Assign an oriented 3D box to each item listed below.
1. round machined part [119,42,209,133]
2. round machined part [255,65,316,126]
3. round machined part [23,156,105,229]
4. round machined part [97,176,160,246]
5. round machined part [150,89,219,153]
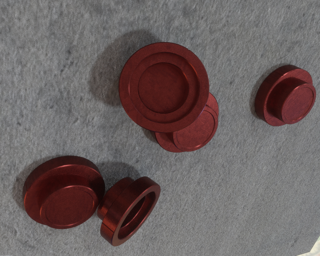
[{"bbox_3d":[0.003,-0.045,0.353,0.099,0.042,0.097,-1,97,-7],"label":"round machined part"},{"bbox_3d":[0.200,-0.045,0.480,0.099,0.042,0.097,-14,125,-21],"label":"round machined part"},{"bbox_3d":[-0.116,0.087,0.387,0.099,0.042,0.097,-14,125,-21],"label":"round machined part"},{"bbox_3d":[-0.046,0.106,0.420,0.098,0.042,0.097,-45,155,-28],"label":"round machined part"},{"bbox_3d":[0.038,-0.007,0.414,0.099,0.042,0.097,-14,125,-21],"label":"round machined part"}]
